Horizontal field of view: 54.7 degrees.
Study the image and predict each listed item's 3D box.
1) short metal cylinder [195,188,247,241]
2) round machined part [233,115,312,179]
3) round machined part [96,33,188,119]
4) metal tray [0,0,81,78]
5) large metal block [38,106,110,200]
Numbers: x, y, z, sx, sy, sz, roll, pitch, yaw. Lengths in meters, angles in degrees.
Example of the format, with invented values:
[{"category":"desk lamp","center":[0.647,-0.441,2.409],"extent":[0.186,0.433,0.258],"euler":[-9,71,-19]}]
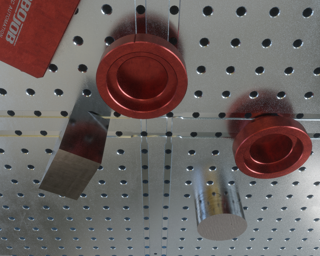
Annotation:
[{"category":"short metal cylinder","center":[0.101,0.145,0.520],"extent":[0.081,0.050,0.079],"euler":[0,130,0]},{"category":"round machined part","center":[0.148,0.021,0.420],"extent":[0.099,0.042,0.097],"euler":[0,130,0]},{"category":"round machined part","center":[-0.019,-0.061,0.349],"extent":[0.099,0.042,0.097],"euler":[0,130,0]},{"category":"metal tray","center":[-0.134,-0.122,0.303],"extent":[0.090,0.030,0.129],"euler":[27,125,-21]},{"category":"large metal block","center":[-0.110,0.033,0.402],"extent":[0.050,0.080,0.080],"euler":[24,126,-19]}]
